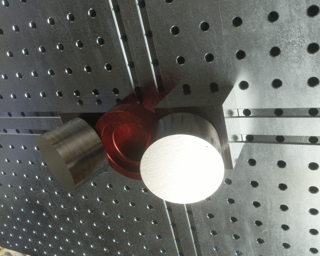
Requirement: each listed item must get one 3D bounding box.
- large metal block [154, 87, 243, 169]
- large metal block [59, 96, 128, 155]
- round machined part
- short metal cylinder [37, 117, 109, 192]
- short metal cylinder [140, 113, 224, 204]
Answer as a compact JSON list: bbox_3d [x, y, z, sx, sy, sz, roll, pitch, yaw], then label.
[{"bbox_3d":[0.048,0.000,0.369,0.080,0.050,0.080,-1,118,28],"label":"large metal block"},{"bbox_3d":[-0.083,0.003,0.441,0.080,0.050,0.080,1,119,28],"label":"large metal block"},{"bbox_3d":[-0.028,0.013,0.385,0.098,0.042,0.097,13,124,21],"label":"round machined part"},{"bbox_3d":[-0.110,0.033,0.392,0.080,0.050,0.079,32,140,33],"label":"short metal cylinder"},{"bbox_3d":[0.023,0.030,0.320,0.080,0.050,0.079,2,116,5],"label":"short metal cylinder"}]
